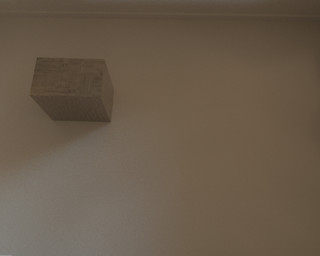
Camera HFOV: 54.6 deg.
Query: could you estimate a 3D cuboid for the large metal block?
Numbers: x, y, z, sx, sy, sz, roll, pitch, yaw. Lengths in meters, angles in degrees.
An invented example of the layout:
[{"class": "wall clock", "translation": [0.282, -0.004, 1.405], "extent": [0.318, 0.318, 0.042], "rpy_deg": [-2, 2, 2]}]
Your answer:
[{"class": "large metal block", "translation": [-0.107, -0.046, 0.397], "extent": [0.080, 0.080, 0.050], "rpy_deg": [2, 70, 1]}]
